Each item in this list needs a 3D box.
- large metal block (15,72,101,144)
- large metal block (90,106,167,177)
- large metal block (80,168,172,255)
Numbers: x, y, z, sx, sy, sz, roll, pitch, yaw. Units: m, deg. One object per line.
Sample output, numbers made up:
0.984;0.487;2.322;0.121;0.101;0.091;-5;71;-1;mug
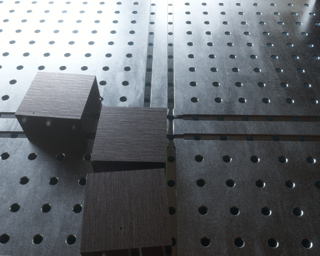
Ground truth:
-0.131;-0.028;0.415;0.080;0.050;0.080;4;50;3;large metal block
-0.033;0.021;0.374;0.080;0.050;0.080;1;50;1;large metal block
-0.032;0.091;0.315;0.080;0.050;0.080;-4;50;-3;large metal block
